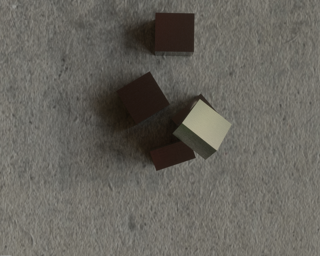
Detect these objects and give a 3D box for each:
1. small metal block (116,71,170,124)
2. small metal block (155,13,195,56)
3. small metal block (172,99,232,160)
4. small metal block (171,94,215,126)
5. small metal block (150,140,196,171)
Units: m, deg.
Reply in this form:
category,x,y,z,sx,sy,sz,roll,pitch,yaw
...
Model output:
category,x,y,z,sx,sy,sz,roll,pitch,yaw
small metal block,-0.022,-0.039,0.410,0.050,0.025,0.050,-31,90,-1
small metal block,0.019,-0.123,0.410,0.050,0.025,0.050,1,90,-1
small metal block,0.051,0.001,0.373,0.050,0.025,0.050,39,50,0
small metal block,0.050,-0.009,0.411,0.050,0.025,0.050,-41,90,0
small metal block,0.015,0.032,0.398,0.050,0.050,0.025,-18,91,0
